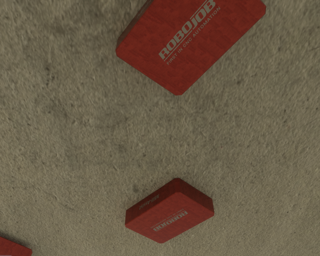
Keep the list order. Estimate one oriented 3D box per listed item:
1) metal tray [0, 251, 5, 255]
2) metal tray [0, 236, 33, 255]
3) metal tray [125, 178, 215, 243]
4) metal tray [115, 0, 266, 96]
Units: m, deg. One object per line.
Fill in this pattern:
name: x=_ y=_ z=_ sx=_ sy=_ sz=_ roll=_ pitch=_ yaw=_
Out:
metal tray: x=-0.311 y=0.280 z=0.598 sx=0.130 sy=0.030 sz=0.090 roll=45 pitch=129 yaw=-5
metal tray: x=-0.315 y=0.244 z=0.564 sx=0.030 sy=0.090 sz=0.130 roll=-19 pitch=132 yaw=43
metal tray: x=0.015 y=0.145 z=0.528 sx=0.090 sy=0.030 sz=0.130 roll=36 pitch=121 yaw=-27
metal tray: x=0.027 y=-0.103 z=0.316 sx=0.090 sy=0.030 sz=0.129 roll=31 pitch=123 yaw=-24
